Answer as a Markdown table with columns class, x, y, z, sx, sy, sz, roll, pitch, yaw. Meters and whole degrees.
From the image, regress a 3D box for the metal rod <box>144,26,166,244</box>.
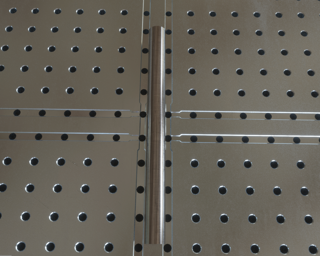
| class | x | y | z | sx | sy | sz | roll | pitch | yaw |
| --- | --- | --- | --- | --- | --- | --- | --- | --- | --- |
| metal rod | -0.005 | -0.005 | 0.413 | 0.025 | 0.025 | 0.299 | 0 | 70 | 0 |
